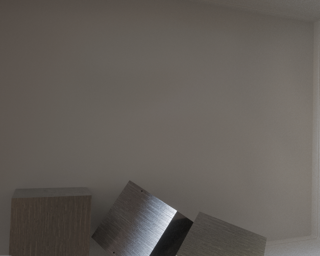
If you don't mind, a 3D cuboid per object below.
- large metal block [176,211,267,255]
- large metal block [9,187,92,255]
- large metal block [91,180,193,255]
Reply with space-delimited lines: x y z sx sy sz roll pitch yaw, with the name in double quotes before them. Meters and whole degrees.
"large metal block" 0.064 0.147 0.336 0.080 0.080 0.050 18 114 18
"large metal block" -0.124 0.113 0.352 0.081 0.050 0.079 3 89 -20
"large metal block" -0.020 0.121 0.367 0.080 0.080 0.050 -56 139 -12
